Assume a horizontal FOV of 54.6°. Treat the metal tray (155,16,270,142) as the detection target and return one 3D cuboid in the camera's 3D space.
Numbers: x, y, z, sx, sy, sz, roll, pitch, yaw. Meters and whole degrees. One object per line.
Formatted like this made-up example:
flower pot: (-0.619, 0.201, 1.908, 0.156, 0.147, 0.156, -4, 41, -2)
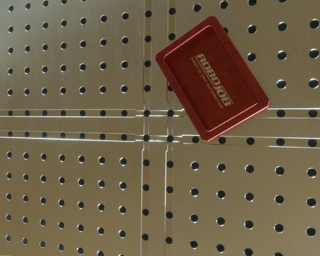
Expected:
metal tray: (0.064, -0.060, 0.387, 0.090, 0.030, 0.130, -32, 80, 17)
